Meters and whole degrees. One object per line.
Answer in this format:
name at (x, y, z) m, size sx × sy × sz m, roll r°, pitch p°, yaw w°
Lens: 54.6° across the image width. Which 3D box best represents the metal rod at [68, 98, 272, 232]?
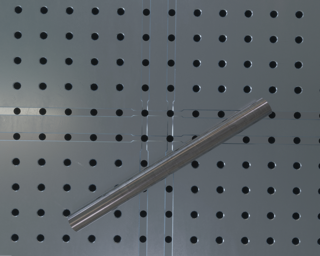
metal rod at (0.013, 0.048, 0.413) m, size 0.301 × 0.025 × 0.025 m, roll -31°, pitch 90°, yaw 0°
